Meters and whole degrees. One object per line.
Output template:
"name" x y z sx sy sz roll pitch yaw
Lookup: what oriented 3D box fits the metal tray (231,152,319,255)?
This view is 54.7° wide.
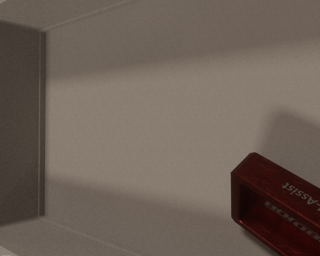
"metal tray" 0.123 0.087 0.266 0.130 0.030 0.090 33 151 36
